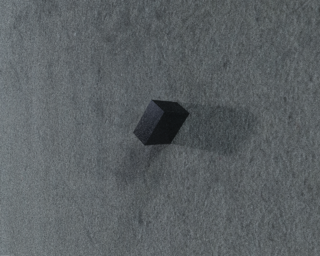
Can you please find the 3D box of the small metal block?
[{"bbox_3d":[0.002,-0.006,0.388,0.025,0.050,0.050,45,117,30],"label":"small metal block"}]
